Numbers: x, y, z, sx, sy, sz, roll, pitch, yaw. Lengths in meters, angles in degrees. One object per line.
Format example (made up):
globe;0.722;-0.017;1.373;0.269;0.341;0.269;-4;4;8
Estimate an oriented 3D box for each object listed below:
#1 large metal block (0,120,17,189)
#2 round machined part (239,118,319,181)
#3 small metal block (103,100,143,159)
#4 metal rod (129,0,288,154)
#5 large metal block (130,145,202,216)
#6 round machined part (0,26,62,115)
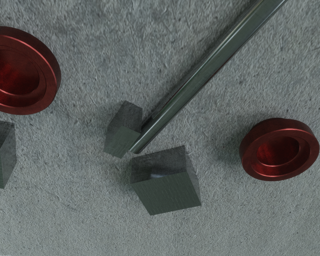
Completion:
large metal block;-0.244;0.031;0.415;0.081;0.050;0.079;11;129;-10
round machined part;0.156;0.025;0.419;0.099;0.042;0.097;0;130;0
small metal block;-0.046;0.002;0.392;0.025;0.050;0.050;26;126;-20
metal rod;0.052;-0.066;0.350;0.025;0.025;0.299;29;124;-23
large metal block;0.010;0.079;0.458;0.080;0.050;0.080;-15;129;12
round machined part;-0.158;-0.065;0.339;0.099;0.042;0.097;0;130;0
